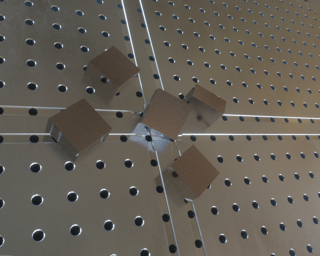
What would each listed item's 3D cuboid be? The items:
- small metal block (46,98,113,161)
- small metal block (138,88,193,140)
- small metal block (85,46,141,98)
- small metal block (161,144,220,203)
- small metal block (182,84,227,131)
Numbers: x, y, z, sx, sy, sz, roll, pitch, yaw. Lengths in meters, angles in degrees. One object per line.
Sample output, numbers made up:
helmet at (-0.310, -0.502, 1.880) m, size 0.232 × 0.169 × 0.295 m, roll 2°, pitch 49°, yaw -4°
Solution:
small metal block at (-0.093, 0.001, 0.357) m, size 0.050 × 0.025 × 0.050 m, roll 47°, pitch 51°, yaw 4°
small metal block at (0.007, -0.017, 0.408) m, size 0.050 × 0.025 × 0.050 m, roll 28°, pitch 83°, yaw -11°
small metal block at (-0.064, -0.077, 0.420) m, size 0.050 × 0.025 × 0.050 m, roll 42°, pitch 51°, yaw 1°
small metal block at (0.039, 0.057, 0.394) m, size 0.050 × 0.025 × 0.050 m, roll 48°, pitch 51°, yaw 5°
small metal block at (0.057, -0.028, 0.439) m, size 0.050 × 0.050 × 0.025 m, roll 29°, pitch 52°, yaw -10°
